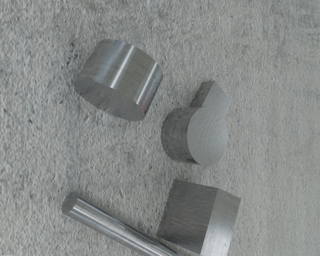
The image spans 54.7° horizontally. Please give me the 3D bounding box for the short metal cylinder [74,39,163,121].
[{"bbox_3d":[-0.043,-0.049,0.333,0.080,0.080,0.050,36,68,-34],"label":"short metal cylinder"}]

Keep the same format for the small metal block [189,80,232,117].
[{"bbox_3d":[0.077,-0.035,0.469,0.050,0.025,0.050,43,64,-32],"label":"small metal block"}]

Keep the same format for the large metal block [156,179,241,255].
[{"bbox_3d":[0.051,0.119,0.411,0.050,0.080,0.080,30,72,-36],"label":"large metal block"}]

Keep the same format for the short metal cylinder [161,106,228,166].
[{"bbox_3d":[0.048,0.010,0.429,0.081,0.050,0.080,0,90,-40],"label":"short metal cylinder"}]

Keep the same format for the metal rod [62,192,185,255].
[{"bbox_3d":[0.000,0.163,0.404,0.300,0.025,0.025,42,65,-32],"label":"metal rod"}]
